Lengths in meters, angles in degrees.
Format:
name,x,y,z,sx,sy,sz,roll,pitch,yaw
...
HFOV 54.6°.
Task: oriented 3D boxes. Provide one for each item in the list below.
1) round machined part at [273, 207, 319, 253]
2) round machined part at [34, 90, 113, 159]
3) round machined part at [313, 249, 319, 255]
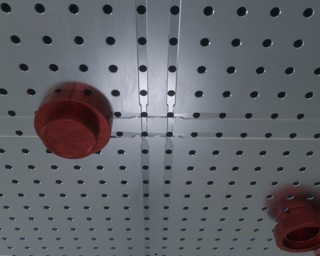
name,x,y,z,sx,sy,sz,roll,pitch,yaw
round machined part,0.252,0.179,0.555,0.099,0.042,0.097,0,130,0
round machined part,-0.113,0.003,0.402,0.099,0.042,0.097,0,130,0
round machined part,0.320,0.218,0.564,0.042,0.099,0.097,40,128,14
